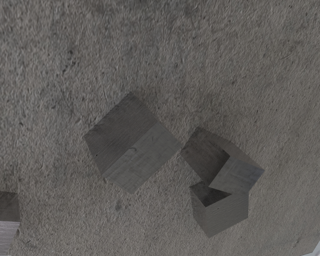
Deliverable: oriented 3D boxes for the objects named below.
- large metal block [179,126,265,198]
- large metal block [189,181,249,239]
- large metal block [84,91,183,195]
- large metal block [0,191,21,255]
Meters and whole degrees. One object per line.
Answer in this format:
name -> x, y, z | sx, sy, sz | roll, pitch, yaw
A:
large metal block -> 0.089, 0.049, 0.450 | 0.080, 0.080, 0.050 | 23, 106, -37
large metal block -> 0.101, 0.126, 0.524 | 0.081, 0.050, 0.080 | -22, 127, -16
large metal block -> -0.034, 0.015, 0.362 | 0.080, 0.080, 0.050 | -44, 129, 2
large metal block -> -0.213, 0.115, 0.345 | 0.081, 0.050, 0.080 | 17, 109, -35
